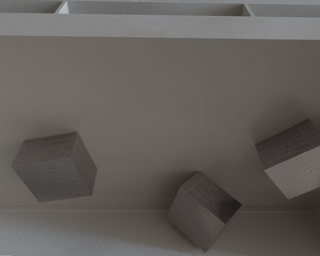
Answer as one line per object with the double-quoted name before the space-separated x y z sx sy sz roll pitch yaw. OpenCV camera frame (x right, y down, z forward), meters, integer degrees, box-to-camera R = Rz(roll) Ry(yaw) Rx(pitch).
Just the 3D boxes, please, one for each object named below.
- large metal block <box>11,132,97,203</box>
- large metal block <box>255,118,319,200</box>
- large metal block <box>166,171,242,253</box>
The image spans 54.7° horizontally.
"large metal block" -0.145 0.057 0.440 0.080 0.050 0.080 -9 130 8
"large metal block" 0.194 0.045 0.433 0.080 0.050 0.080 -30 124 23
"large metal block" 0.065 0.128 0.475 0.080 0.050 0.079 38 132 22
